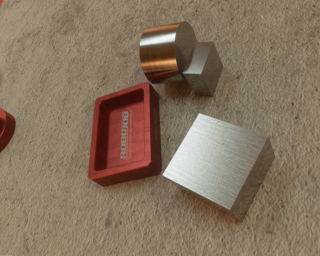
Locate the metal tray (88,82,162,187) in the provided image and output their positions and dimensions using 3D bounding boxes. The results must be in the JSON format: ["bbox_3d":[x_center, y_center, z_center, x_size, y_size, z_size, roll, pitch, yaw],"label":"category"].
[{"bbox_3d":[-0.047,0.007,0.420,0.090,0.030,0.130,-15,55,19],"label":"metal tray"}]

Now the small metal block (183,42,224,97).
[{"bbox_3d":[0.058,-0.076,0.404,0.025,0.050,0.050,8,66,32],"label":"small metal block"}]

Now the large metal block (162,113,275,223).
[{"bbox_3d":[0.064,0.040,0.330,0.080,0.050,0.080,22,73,36],"label":"large metal block"}]

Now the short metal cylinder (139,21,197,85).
[{"bbox_3d":[0.015,-0.100,0.422,0.050,0.080,0.080,0,62,28],"label":"short metal cylinder"}]

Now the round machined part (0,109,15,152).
[{"bbox_3d":[-0.313,0.006,0.554,0.098,0.042,0.098,-13,56,21],"label":"round machined part"}]
